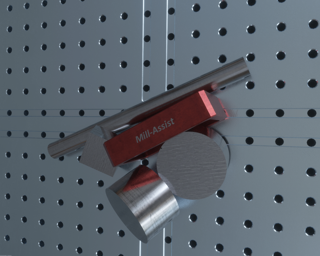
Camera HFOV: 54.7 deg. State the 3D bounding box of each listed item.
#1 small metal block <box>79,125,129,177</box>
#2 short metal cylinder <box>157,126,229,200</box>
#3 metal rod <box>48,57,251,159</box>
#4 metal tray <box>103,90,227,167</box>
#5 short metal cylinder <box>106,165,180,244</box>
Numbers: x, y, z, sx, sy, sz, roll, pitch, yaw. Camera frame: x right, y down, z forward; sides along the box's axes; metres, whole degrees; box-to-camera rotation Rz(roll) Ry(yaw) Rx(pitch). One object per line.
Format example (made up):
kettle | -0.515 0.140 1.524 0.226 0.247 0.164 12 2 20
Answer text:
small metal block | -0.075 0.031 0.422 0.050 0.025 0.050 24 115 -1
short metal cylinder | 0.042 0.040 0.375 0.080 0.050 0.079 2 99 15
metal rod | -0.027 -0.020 0.418 0.300 0.025 0.025 -22 83 18
metal tray | 0.009 0.002 0.371 0.130 0.090 0.030 -28 81 18
short metal cylinder | -0.022 0.092 0.380 0.050 0.080 0.080 -35 75 -26
